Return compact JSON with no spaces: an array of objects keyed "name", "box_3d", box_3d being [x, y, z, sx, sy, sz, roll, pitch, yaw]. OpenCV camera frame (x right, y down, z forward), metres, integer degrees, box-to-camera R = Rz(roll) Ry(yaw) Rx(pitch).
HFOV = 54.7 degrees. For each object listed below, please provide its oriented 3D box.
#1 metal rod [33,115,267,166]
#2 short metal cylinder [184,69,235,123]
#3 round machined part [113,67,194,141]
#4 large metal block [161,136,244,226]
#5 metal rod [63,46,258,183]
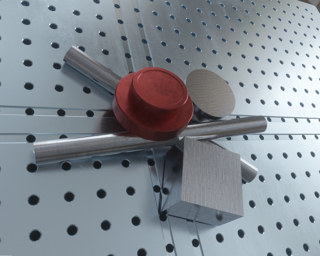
[{"name":"metal rod","box_3d":[0.007,0.011,0.383,0.303,0.025,0.025,-7,65,-24]},{"name":"short metal cylinder","box_3d":[0.061,-0.038,0.449,0.081,0.050,0.080,14,56,-21]},{"name":"round machined part","box_3d":[-0.005,-0.036,0.375,0.099,0.042,0.098,11,50,-13]},{"name":"large metal block","box_3d":[0.051,0.066,0.378,0.081,0.050,0.080,19,54,-18]},{"name":"metal rod","box_3d":[0.006,-0.015,0.422,0.301,0.025,0.025,33,51,-7]}]
